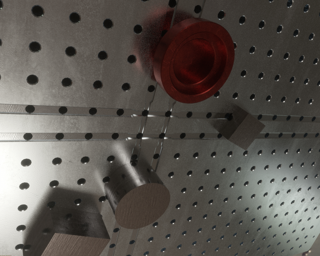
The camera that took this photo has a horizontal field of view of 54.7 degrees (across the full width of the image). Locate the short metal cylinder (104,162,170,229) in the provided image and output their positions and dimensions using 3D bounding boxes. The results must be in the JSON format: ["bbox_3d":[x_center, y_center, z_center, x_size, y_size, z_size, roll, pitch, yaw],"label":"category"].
[{"bbox_3d":[-0.033,0.095,0.437,0.081,0.050,0.079,-14,124,-21],"label":"short metal cylinder"}]

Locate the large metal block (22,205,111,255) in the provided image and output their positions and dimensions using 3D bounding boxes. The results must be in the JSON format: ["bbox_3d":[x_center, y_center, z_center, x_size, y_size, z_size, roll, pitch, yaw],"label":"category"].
[{"bbox_3d":[-0.129,0.160,0.425,0.080,0.050,0.080,24,106,-37],"label":"large metal block"}]

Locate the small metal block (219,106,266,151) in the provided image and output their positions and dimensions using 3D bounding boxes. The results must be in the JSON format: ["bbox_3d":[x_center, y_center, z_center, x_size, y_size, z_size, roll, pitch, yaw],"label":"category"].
[{"bbox_3d":[0.129,0.001,0.485,0.050,0.025,0.050,28,103,-38],"label":"small metal block"}]

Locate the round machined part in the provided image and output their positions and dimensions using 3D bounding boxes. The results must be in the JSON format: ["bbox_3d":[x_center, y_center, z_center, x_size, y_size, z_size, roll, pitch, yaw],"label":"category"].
[{"bbox_3d":[0.037,-0.082,0.371,0.099,0.042,0.097,-14,125,-21],"label":"round machined part"}]
